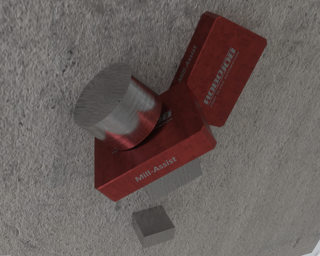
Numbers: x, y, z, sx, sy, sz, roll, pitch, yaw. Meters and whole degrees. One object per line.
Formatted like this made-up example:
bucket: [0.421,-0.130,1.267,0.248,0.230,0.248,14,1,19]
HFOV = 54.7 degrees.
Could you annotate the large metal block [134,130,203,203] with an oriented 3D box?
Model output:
large metal block: [0.004,0.040,0.418,0.080,0.050,0.080,-26,128,-12]

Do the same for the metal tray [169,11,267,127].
metal tray: [0.070,-0.070,0.399,0.091,0.030,0.129,12,113,-33]

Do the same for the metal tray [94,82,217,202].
metal tray: [-0.012,0.013,0.343,0.130,0.090,0.030,-30,128,13]

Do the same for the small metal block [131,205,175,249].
small metal block: [-0.011,0.151,0.478,0.050,0.050,0.025,-9,123,-24]

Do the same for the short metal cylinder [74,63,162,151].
short metal cylinder: [-0.045,-0.023,0.333,0.080,0.080,0.050,-46,129,4]
